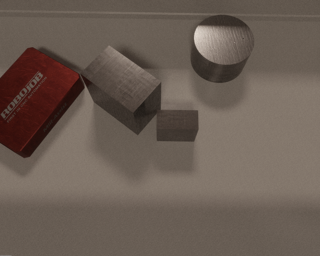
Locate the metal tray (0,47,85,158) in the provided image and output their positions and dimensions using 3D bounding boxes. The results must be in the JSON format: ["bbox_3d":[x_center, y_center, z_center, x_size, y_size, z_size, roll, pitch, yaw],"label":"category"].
[{"bbox_3d":[-0.178,-0.037,0.418,0.090,0.030,0.130,30,72,10],"label":"metal tray"}]

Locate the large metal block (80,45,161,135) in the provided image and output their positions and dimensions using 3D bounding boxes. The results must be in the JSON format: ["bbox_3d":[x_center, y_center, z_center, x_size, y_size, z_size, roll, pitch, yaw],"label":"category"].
[{"bbox_3d":[-0.046,-0.045,0.396,0.080,0.080,0.050,37,74,12],"label":"large metal block"}]

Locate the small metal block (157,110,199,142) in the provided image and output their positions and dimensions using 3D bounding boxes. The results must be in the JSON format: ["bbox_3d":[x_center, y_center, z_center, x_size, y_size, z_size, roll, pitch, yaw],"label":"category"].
[{"bbox_3d":[0.021,-0.002,0.397,0.050,0.050,0.025,1,70,0],"label":"small metal block"}]

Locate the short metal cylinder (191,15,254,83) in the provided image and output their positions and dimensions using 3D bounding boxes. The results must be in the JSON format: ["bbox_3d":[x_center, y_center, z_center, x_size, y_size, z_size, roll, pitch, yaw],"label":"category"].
[{"bbox_3d":[0.086,-0.111,0.438,0.081,0.050,0.080,0,70,0],"label":"short metal cylinder"}]
